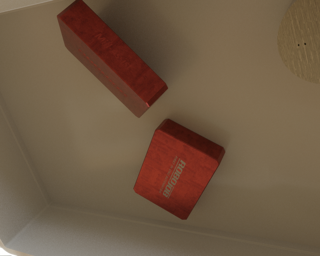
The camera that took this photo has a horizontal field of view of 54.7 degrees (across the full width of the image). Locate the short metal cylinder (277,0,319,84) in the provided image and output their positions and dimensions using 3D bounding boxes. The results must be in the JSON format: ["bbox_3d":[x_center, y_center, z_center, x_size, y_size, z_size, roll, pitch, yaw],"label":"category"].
[{"bbox_3d":[0.146,-0.084,0.264,0.080,0.050,0.079,13,124,20],"label":"short metal cylinder"}]

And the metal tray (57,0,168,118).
[{"bbox_3d":[-0.055,-0.072,0.356,0.130,0.030,0.090,44,167,-4],"label":"metal tray"}]

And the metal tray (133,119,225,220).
[{"bbox_3d":[0.022,0.061,0.430,0.090,0.030,0.129,28,128,9],"label":"metal tray"}]
